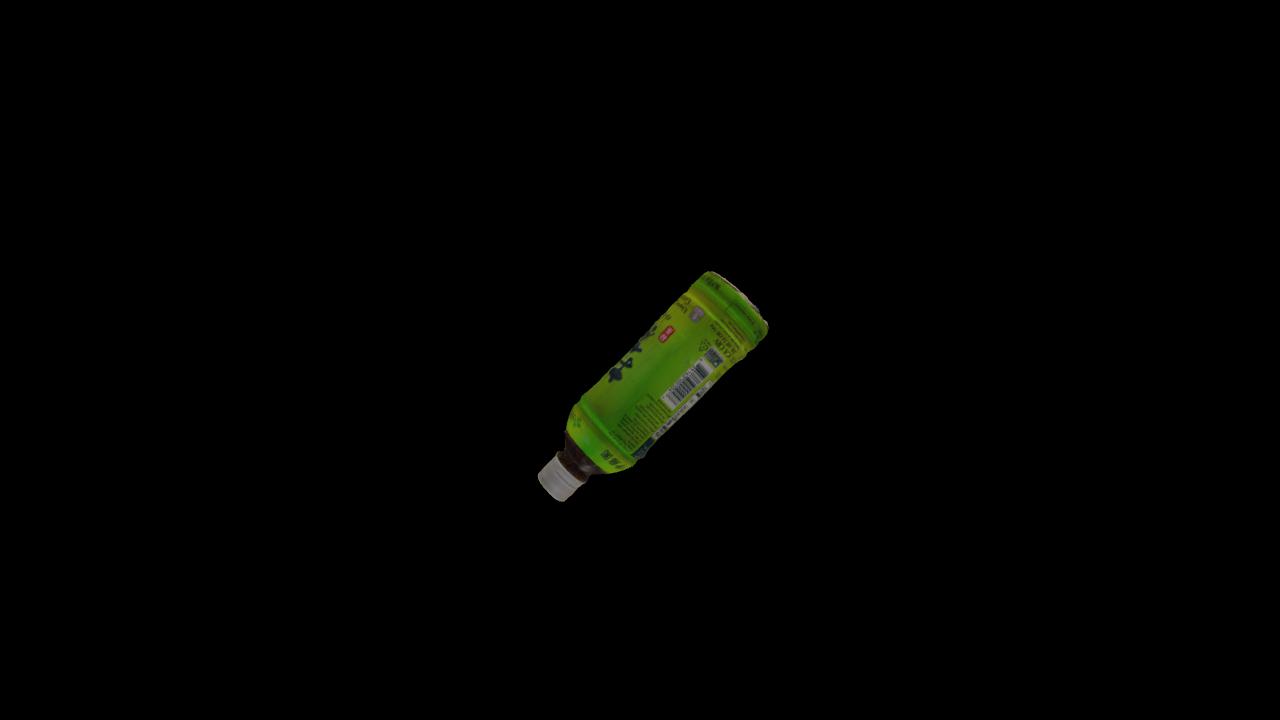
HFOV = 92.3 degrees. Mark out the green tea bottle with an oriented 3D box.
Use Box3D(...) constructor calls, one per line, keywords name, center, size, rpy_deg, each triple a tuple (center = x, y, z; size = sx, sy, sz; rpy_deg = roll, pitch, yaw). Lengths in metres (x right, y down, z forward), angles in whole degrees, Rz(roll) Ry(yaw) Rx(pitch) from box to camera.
Box3D(name="green tea bottle", center=(0.004, 0.027, 0.481), size=(0.073, 0.212, 0.073), rpy_deg=(45, -1, 1))
